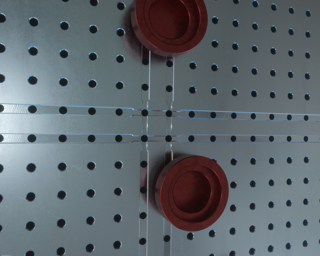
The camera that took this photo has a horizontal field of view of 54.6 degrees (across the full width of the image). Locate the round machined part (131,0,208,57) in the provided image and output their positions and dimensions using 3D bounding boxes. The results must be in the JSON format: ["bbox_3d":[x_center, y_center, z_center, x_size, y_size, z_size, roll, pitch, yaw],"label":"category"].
[{"bbox_3d":[0.009,-0.142,0.407,0.099,0.042,0.097,0,90,-20],"label":"round machined part"}]

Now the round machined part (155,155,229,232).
[{"bbox_3d":[0.039,0.084,0.418,0.099,0.042,0.097,0,90,-20],"label":"round machined part"}]
